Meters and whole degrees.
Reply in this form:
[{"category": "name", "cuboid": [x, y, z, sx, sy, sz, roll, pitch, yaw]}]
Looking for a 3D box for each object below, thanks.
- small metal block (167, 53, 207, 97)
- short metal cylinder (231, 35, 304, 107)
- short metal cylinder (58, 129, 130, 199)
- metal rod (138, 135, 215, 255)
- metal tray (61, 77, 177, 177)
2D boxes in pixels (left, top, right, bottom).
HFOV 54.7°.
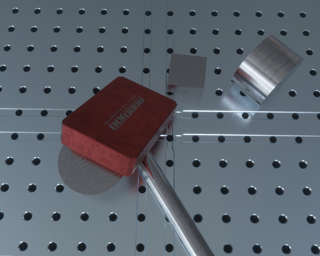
[{"category": "small metal block", "cuboid": [0.038, -0.075, 0.439, 0.050, 0.025, 0.050, 7, 70, 2]}, {"category": "short metal cylinder", "cuboid": [0.141, -0.075, 0.411, 0.080, 0.080, 0.050, -42, 76, -14]}, {"category": "short metal cylinder", "cuboid": [-0.077, 0.045, 0.381, 0.081, 0.050, 0.080, 0, 70, 0]}, {"category": "metal rod", "cuboid": [0.037, 0.130, 0.364, 0.025, 0.025, 0.299, -30, 73, -10]}, {"category": "metal tray", "cuboid": [-0.044, -0.009, 0.377, 0.090, 0.030, 0.131, 26, 39, 9]}]
